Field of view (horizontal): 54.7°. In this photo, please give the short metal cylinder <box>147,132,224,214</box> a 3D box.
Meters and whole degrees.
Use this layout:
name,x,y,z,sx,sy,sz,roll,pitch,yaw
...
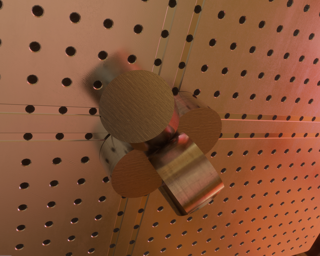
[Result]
name,x,y,z,sx,sy,sz,roll,pitch,yaw
short metal cylinder,0.029,0.052,0.358,0.050,0.080,0.080,-36,129,-5

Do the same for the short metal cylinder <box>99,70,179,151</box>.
name,x,y,z,sx,sy,sz,roll,pitch,yaw
short metal cylinder,-0.021,-0.018,0.345,0.080,0.080,0.050,-40,164,-2

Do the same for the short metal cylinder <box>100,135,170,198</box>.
name,x,y,z,sx,sy,sz,roll,pitch,yaw
short metal cylinder,-0.032,0.044,0.405,0.081,0.050,0.079,-14,125,-21

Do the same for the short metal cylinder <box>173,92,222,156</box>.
name,x,y,z,sx,sy,sz,roll,pitch,yaw
short metal cylinder,0.034,-0.002,0.413,0.081,0.050,0.079,-14,125,-21

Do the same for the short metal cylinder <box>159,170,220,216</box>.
name,x,y,z,sx,sy,sz,roll,pitch,yaw
short metal cylinder,0.041,0.079,0.439,0.080,0.080,0.050,-35,94,-5
